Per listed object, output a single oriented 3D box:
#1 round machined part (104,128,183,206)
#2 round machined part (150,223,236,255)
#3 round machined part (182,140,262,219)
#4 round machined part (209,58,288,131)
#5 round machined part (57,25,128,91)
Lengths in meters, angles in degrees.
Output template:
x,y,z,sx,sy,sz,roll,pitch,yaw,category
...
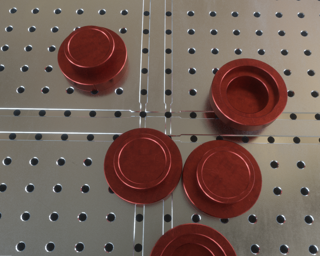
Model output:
x,y,z,sx,sy,sz,roll,pitch,yaw,category
-0.021,0.045,0.386,0.099,0.042,0.098,0,70,0,round machined part
0.036,0.158,0.345,0.099,0.042,0.098,0,70,-1,round machined part
0.077,0.060,0.382,0.099,0.042,0.098,0,70,-1,round machined part
0.116,-0.042,0.419,0.099,0.042,0.098,0,70,-1,round machined part
-0.096,-0.105,0.440,0.099,0.042,0.098,0,70,-1,round machined part
